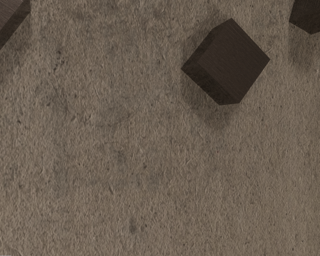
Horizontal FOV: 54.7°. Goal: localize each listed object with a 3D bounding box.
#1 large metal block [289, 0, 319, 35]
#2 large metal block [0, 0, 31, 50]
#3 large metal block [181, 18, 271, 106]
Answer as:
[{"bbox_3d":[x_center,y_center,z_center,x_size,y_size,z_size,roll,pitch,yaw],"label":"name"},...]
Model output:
[{"bbox_3d":[0.257,-0.202,0.477,0.050,0.080,0.080,20,83,-19],"label":"large metal block"},{"bbox_3d":[-0.196,-0.127,0.323,0.080,0.050,0.080,34,79,-17],"label":"large metal block"},{"bbox_3d":[0.091,-0.089,0.431,0.080,0.050,0.080,41,77,-16],"label":"large metal block"}]
